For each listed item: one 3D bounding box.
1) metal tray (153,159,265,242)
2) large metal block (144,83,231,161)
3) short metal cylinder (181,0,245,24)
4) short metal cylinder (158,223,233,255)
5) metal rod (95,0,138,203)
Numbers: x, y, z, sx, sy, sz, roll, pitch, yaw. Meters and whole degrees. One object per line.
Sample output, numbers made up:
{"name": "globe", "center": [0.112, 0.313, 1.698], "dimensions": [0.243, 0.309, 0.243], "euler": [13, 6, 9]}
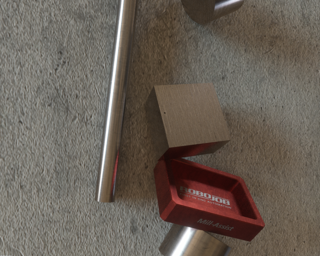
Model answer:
{"name": "metal tray", "center": [0.060, 0.087, 0.396], "dimensions": [0.131, 0.090, 0.030], "euler": [19, 119, -19]}
{"name": "large metal block", "center": [0.032, -0.008, 0.393], "dimensions": [0.081, 0.050, 0.080], "euler": [-6, 68, -20]}
{"name": "short metal cylinder", "center": [0.066, -0.184, 0.404], "dimensions": [0.050, 0.080, 0.080], "euler": [-28, 99, -18]}
{"name": "short metal cylinder", "center": [0.045, 0.155, 0.397], "dimensions": [0.080, 0.080, 0.050], "euler": [35, 79, -17]}
{"name": "metal rod", "center": [-0.052, -0.059, 0.390], "dimensions": [0.025, 0.025, 0.298], "euler": [7, 88, -20]}
